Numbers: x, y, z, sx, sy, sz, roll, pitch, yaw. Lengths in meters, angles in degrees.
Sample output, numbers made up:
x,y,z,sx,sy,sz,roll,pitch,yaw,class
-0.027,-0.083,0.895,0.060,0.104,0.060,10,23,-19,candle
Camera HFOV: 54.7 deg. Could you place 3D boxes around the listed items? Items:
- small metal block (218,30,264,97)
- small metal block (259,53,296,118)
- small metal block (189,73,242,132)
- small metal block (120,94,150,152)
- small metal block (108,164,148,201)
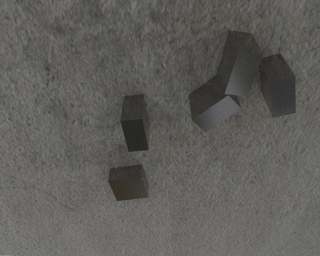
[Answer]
x,y,z,sx,sy,sz,roll,pitch,yaw,class
0.084,-0.070,0.333,0.025,0.050,0.050,6,130,-5,small metal block
0.133,-0.048,0.352,0.025,0.050,0.050,-13,129,10,small metal block
0.063,-0.031,0.365,0.050,0.050,0.025,-36,122,26,small metal block
-0.029,-0.006,0.385,0.025,0.050,0.050,-5,130,4,small metal block
-0.047,0.085,0.479,0.050,0.025,0.050,-8,130,6,small metal block
